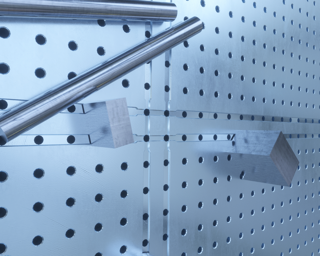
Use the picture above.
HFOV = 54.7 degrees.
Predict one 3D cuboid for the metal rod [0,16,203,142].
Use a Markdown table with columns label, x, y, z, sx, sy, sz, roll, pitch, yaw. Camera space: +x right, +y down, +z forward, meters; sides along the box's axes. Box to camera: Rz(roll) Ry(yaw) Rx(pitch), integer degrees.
| label | x | y | z | sx | sy | sz | roll | pitch | yaw |
| --- | --- | --- | --- | --- | --- | --- | --- | --- | --- |
| metal rod | -0.048 | -0.074 | 0.368 | 0.302 | 0.025 | 0.025 | -38 | 113 | -34 |

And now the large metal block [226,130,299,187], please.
| label | x | y | z | sx | sy | sz | roll | pitch | yaw |
| --- | --- | --- | --- | --- | --- | --- | --- | --- | --- |
| large metal block | 0.171 | 0.049 | 0.517 | 0.080 | 0.080 | 0.050 | 50 | 61 | -29 |

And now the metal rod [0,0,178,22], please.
| label | x | y | z | sx | sy | sz | roll | pitch | yaw |
| --- | --- | --- | --- | --- | --- | --- | --- | --- | --- |
| metal rod | -0.099 | -0.128 | 0.325 | 0.302 | 0.025 | 0.025 | -14 | 100 | -39 |

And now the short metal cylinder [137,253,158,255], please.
| label | x | y | z | sx | sy | sz | roll | pitch | yaw |
| --- | --- | --- | --- | --- | --- | --- | --- | --- | --- |
| short metal cylinder | -0.008 | 0.205 | 0.386 | 0.081 | 0.050 | 0.079 | 0 | 90 | -40 |

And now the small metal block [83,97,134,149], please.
| label | x | y | z | sx | sy | sz | roll | pitch | yaw |
| --- | --- | --- | --- | --- | --- | --- | --- | --- | --- |
| small metal block | -0.058 | -0.006 | 0.344 | 0.025 | 0.050 | 0.050 | -17 | 101 | -39 |
